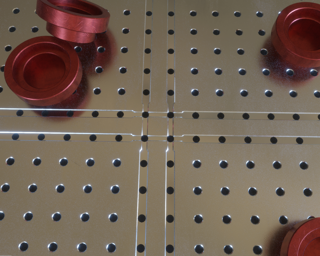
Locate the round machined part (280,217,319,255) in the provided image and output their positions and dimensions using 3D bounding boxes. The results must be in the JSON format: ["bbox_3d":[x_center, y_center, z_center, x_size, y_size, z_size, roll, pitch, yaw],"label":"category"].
[{"bbox_3d":[0.184,0.152,0.348,0.099,0.042,0.098,0,70,0],"label":"round machined part"}]

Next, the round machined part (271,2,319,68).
[{"bbox_3d":[0.211,-0.130,0.451,0.099,0.042,0.098,0,70,0],"label":"round machined part"}]

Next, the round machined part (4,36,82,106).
[{"bbox_3d":[-0.157,-0.075,0.429,0.099,0.042,0.098,0,70,0],"label":"round machined part"}]

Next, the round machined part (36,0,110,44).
[{"bbox_3d":[-0.124,-0.154,0.441,0.099,0.042,0.098,15,31,-9],"label":"round machined part"}]
